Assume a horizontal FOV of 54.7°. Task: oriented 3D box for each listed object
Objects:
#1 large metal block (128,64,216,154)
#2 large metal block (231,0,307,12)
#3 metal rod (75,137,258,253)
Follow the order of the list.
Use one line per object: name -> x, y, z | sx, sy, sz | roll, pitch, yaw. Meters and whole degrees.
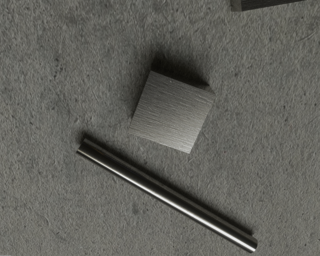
large metal block -> 0.013, -0.025, 0.387 | 0.080, 0.050, 0.079 | 20, 109, -7
large metal block -> 0.119, -0.174, 0.333 | 0.080, 0.050, 0.079 | -9, 110, 3
metal rod -> 0.017, 0.102, 0.447 | 0.301, 0.025, 0.025 | 32, 107, -12
